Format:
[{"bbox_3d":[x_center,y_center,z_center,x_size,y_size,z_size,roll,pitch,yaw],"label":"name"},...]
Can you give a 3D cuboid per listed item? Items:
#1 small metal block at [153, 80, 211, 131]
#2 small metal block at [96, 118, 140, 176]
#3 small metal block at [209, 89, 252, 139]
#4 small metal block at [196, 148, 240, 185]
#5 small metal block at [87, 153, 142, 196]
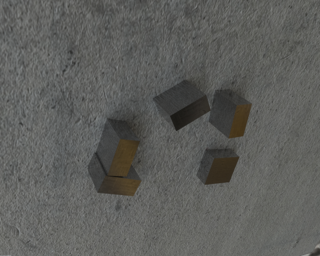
[{"bbox_3d":[0.026,-0.030,0.387,0.050,0.050,0.025,-31,129,-9],"label":"small metal block"},{"bbox_3d":[-0.052,0.023,0.376,0.025,0.050,0.050,8,114,-32],"label":"small metal block"},{"bbox_3d":[0.096,-0.021,0.430,0.025,0.050,0.050,-8,122,-25],"label":"small metal block"},{"bbox_3d":[0.092,0.061,0.495,0.050,0.025,0.050,0,118,-29],"label":"small metal block"},{"bbox_3d":[-0.059,0.059,0.395,0.050,0.050,0.025,15,111,-34],"label":"small metal block"}]
